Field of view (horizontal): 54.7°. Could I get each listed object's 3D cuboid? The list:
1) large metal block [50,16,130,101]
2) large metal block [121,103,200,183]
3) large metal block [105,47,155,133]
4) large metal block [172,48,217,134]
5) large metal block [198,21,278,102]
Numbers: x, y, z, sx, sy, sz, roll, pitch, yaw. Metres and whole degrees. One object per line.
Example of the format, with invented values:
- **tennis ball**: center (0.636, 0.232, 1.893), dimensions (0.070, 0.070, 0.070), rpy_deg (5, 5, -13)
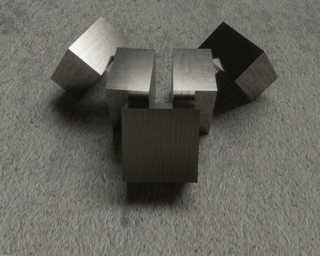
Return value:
- **large metal block**: center (-0.099, -0.096, 0.437), dimensions (0.050, 0.080, 0.080), rpy_deg (40, 52, -15)
- **large metal block**: center (0.001, 0.014, 0.349), dimensions (0.081, 0.079, 0.050), rpy_deg (1, 11, 0)
- **large metal block**: center (-0.034, -0.048, 0.409), dimensions (0.050, 0.080, 0.080), rpy_deg (4, 50, 3)
- **large metal block**: center (0.041, -0.048, 0.410), dimensions (0.050, 0.080, 0.080), rpy_deg (1, 50, 0)
- **large metal block**: center (0.111, -0.092, 0.440), dimensions (0.050, 0.080, 0.080), rpy_deg (-46, 56, 11)
